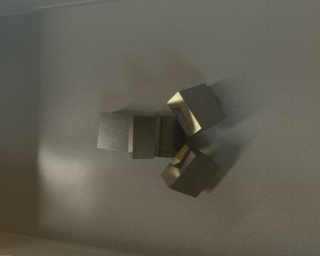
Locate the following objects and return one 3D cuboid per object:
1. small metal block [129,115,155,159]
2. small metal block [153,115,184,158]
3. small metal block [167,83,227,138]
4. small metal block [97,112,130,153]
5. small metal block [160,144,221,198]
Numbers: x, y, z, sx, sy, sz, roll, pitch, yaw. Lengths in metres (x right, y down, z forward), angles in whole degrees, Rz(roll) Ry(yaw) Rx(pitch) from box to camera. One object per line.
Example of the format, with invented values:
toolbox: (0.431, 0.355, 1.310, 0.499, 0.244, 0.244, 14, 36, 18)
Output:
small metal block: (-0.024, 0.010, 0.384, 0.025, 0.050, 0.050, 1, 94, -12)
small metal block: (0.012, 0.010, 0.391, 0.025, 0.050, 0.050, 1, 91, 20)
small metal block: (0.045, -0.022, 0.376, 0.050, 0.050, 0.025, 59, 139, 10)
small metal block: (-0.056, 0.005, 0.426, 0.050, 0.025, 0.050, 7, 92, 19)
small metal block: (0.038, 0.053, 0.379, 0.050, 0.050, 0.025, -53, 40, 12)
